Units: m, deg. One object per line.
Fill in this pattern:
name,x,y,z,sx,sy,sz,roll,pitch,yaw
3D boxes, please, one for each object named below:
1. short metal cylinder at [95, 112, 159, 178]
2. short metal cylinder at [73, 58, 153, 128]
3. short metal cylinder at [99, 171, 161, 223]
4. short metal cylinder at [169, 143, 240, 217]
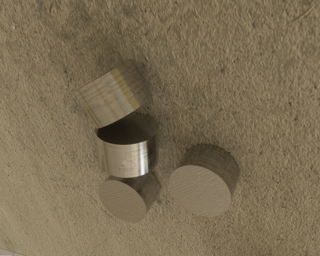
short metal cylinder,-0.042,0.020,0.406,0.080,0.080,0.050,13,124,21
short metal cylinder,-0.056,-0.042,0.375,0.080,0.080,0.050,-20,108,35
short metal cylinder,-0.046,0.097,0.475,0.080,0.050,0.079,13,124,21
short metal cylinder,0.058,0.067,0.401,0.080,0.050,0.079,13,124,21
